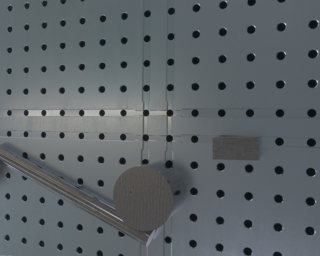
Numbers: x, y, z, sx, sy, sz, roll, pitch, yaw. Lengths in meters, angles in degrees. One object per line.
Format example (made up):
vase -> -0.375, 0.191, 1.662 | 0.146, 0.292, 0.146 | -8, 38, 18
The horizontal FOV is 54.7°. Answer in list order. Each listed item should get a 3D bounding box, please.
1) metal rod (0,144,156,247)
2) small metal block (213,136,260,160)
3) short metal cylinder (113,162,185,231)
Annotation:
metal rod -> -0.144, 0.091, 0.463 | 0.301, 0.025, 0.025 | 23, 98, 18
small metal block -> 0.092, 0.023, 0.367 | 0.050, 0.050, 0.025 | -1, 90, 20
short metal cylinder -> -0.013, 0.087, 0.404 | 0.080, 0.050, 0.079 | 0, 90, 20
